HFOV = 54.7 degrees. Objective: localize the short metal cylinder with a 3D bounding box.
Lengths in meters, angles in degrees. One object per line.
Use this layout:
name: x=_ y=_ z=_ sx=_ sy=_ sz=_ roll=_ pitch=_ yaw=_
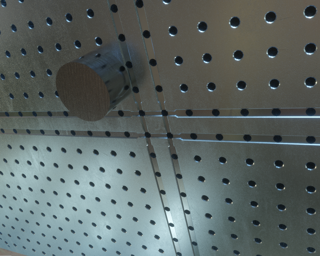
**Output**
short metal cylinder: x=-0.087 y=-0.055 z=0.405 sx=0.080 sy=0.050 sz=0.079 roll=13 pitch=124 yaw=20
